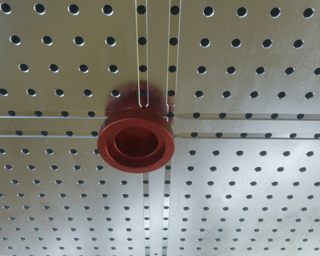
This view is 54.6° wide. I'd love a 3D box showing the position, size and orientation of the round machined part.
[{"bbox_3d":[-0.031,0.012,0.411,0.099,0.042,0.097,0,130,0],"label":"round machined part"}]
